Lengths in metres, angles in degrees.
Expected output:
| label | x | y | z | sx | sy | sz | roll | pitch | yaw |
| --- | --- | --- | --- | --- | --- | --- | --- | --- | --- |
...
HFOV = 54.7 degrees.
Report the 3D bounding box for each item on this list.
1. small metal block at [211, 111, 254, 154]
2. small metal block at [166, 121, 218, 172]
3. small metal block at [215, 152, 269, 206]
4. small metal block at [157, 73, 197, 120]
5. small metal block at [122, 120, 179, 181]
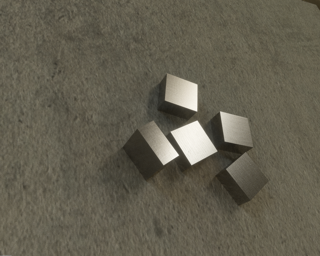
| label | x | y | z | sx | sy | sz | roll | pitch | yaw |
| --- | --- | --- | --- | --- | --- | --- | --- | --- | --- |
| small metal block | 0.106 | 0.008 | 0.458 | 0.050 | 0.025 | 0.050 | 12 | 57 | -22 |
| small metal block | 0.040 | 0.024 | 0.413 | 0.050 | 0.025 | 0.050 | -22 | 74 | -36 |
| small metal block | 0.113 | 0.069 | 0.425 | 0.050 | 0.025 | 0.050 | -30 | 79 | -38 |
| small metal block | 0.026 | -0.045 | 0.447 | 0.050 | 0.025 | 0.050 | 17 | 55 | -19 |
| small metal block | -0.012 | 0.027 | 0.366 | 0.025 | 0.050 | 0.050 | -29 | 78 | -38 |
